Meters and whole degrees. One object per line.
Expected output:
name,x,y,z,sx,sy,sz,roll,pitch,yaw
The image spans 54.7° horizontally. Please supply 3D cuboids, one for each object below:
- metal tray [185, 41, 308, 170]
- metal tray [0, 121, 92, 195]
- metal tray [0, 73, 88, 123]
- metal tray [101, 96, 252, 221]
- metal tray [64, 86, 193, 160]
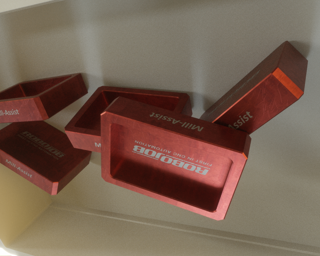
metal tray,0.081,-0.021,0.310,0.030,0.090,0.129,44,129,-2
metal tray,-0.187,0.037,0.485,0.130,0.090,0.030,29,128,9
metal tray,-0.179,-0.041,0.433,0.130,0.090,0.030,-2,117,29
metal tray,0.009,0.030,0.295,0.131,0.030,0.089,17,128,11
metal tray,-0.037,-0.009,0.376,0.130,0.090,0.030,8,136,23
